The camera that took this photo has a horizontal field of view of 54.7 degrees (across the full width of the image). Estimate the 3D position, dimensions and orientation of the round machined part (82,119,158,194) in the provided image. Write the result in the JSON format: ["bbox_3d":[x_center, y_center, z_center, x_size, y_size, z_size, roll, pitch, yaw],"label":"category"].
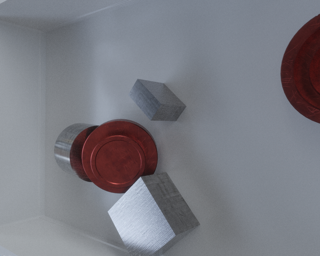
[{"bbox_3d":[-0.052,0.039,0.402,0.099,0.042,0.097,0,99,-2],"label":"round machined part"}]

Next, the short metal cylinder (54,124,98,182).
[{"bbox_3d":[-0.105,0.034,0.450,0.050,0.081,0.079,7,95,48],"label":"short metal cylinder"}]

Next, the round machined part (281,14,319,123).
[{"bbox_3d":[0.159,-0.049,0.261,0.098,0.042,0.097,-2,88,43],"label":"round machined part"}]

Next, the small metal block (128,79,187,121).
[{"bbox_3d":[-0.003,-0.035,0.391,0.050,0.050,0.025,49,119,29],"label":"small metal block"}]

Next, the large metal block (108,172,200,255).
[{"bbox_3d":[-0.010,0.115,0.397,0.080,0.050,0.080,-49,62,28],"label":"large metal block"}]
